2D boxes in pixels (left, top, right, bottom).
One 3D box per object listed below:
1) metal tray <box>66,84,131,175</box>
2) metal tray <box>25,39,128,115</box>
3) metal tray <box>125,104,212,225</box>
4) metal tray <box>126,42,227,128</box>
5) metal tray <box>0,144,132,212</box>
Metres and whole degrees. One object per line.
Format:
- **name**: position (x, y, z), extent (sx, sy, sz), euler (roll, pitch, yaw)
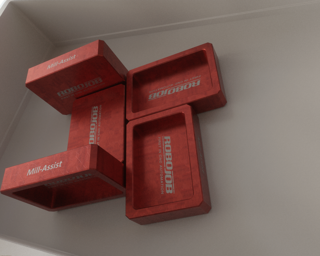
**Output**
- **metal tray**: position (-0.083, 0.007, 0.436), extent (0.090, 0.030, 0.130), euler (-16, 55, 18)
- **metal tray**: position (-0.118, -0.070, 0.462), extent (0.130, 0.090, 0.030), euler (-17, 55, 18)
- **metal tray**: position (0.006, 0.042, 0.371), extent (0.090, 0.030, 0.130), euler (-16, 55, 18)
- **metal tray**: position (0.018, -0.056, 0.424), extent (0.130, 0.030, 0.090), euler (-16, 55, 18)
- **metal tray**: position (-0.109, 0.065, 0.376), extent (0.130, 0.090, 0.030), euler (-16, 56, 19)
